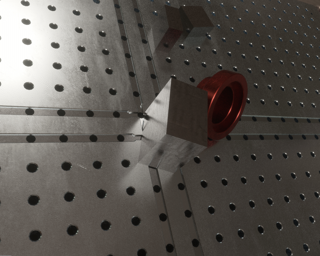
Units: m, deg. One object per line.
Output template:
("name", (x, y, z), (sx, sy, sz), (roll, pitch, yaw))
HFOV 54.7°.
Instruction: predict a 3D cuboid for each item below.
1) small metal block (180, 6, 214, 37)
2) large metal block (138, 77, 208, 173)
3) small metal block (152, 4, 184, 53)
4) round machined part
("small metal block", (0.062, -0.194, 0.562), (0.050, 0.025, 0.050), (-14, 69, -34))
("large metal block", (0.016, -0.001, 0.384), (0.050, 0.080, 0.080), (19, 55, -18))
("small metal block", (0.011, -0.158, 0.496), (0.025, 0.050, 0.050), (7, 59, -25))
("round machined part", (0.080, -0.035, 0.440), (0.042, 0.097, 0.099), (27, 40, 37))
